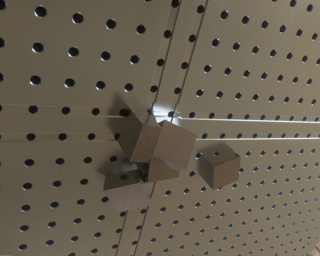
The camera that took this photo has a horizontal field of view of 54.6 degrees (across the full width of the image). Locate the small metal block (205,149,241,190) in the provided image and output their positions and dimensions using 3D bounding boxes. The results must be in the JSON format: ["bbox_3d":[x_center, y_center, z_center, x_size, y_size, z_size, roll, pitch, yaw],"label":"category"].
[{"bbox_3d":[0.102,0.068,0.508,0.050,0.025,0.050,-18,126,-18],"label":"small metal block"}]

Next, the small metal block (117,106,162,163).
[{"bbox_3d":[-0.027,0.008,0.384,0.025,0.050,0.050,8,114,-32],"label":"small metal block"}]

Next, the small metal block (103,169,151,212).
[{"bbox_3d":[-0.044,0.087,0.429,0.050,0.025,0.050,-14,128,9],"label":"small metal block"}]

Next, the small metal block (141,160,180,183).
[{"bbox_3d":[0.003,0.047,0.441,0.050,0.025,0.050,-6,121,-26],"label":"small metal block"}]

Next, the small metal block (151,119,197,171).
[{"bbox_3d":[0.015,0.024,0.409,0.050,0.025,0.050,26,69,-18],"label":"small metal block"}]
